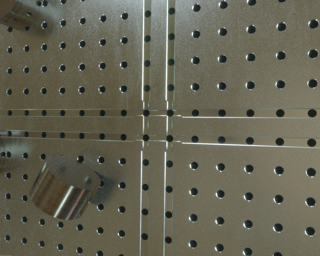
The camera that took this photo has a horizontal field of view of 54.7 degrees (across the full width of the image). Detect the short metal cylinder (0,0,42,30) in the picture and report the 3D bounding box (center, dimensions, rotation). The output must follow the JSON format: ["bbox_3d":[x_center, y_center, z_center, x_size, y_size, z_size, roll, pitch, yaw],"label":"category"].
[{"bbox_3d":[-0.235,-0.200,0.482,0.080,0.050,0.079,0,90,20],"label":"short metal cylinder"}]

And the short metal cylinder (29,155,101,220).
[{"bbox_3d":[-0.130,0.081,0.429,0.080,0.080,0.050,34,101,16],"label":"short metal cylinder"}]

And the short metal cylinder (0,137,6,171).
[{"bbox_3d":[-0.304,0.044,0.507,0.080,0.050,0.079,0,90,20],"label":"short metal cylinder"}]
